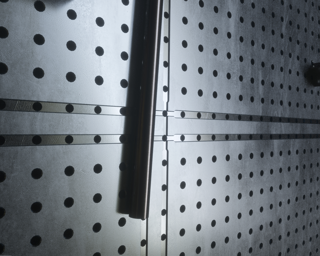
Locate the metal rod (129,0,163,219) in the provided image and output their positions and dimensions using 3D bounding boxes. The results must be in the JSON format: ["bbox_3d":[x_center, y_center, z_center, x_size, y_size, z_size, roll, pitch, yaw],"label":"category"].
[{"bbox_3d":[-0.017,-0.037,0.396,0.025,0.025,0.298,6,86,-40],"label":"metal rod"}]

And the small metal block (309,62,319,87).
[{"bbox_3d":[0.383,-0.126,0.719,0.025,0.050,0.050,-46,118,-30],"label":"small metal block"}]
